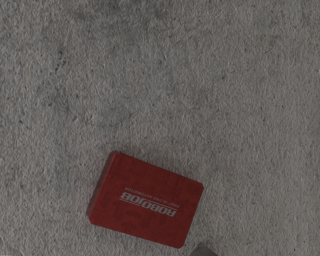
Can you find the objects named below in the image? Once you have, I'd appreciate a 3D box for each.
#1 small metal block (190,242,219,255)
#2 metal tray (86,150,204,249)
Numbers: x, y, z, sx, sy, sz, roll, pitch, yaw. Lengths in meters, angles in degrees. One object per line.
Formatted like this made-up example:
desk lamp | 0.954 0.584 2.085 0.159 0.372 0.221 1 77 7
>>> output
small metal block | 0.059 0.190 0.418 0.025 0.050 0.050 44 76 -15
metal tray | -0.017 0.093 0.401 0.131 0.030 0.090 23 82 -19
